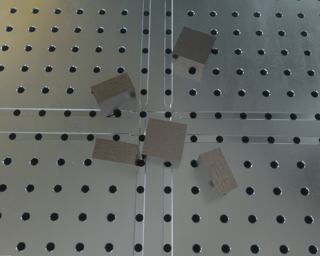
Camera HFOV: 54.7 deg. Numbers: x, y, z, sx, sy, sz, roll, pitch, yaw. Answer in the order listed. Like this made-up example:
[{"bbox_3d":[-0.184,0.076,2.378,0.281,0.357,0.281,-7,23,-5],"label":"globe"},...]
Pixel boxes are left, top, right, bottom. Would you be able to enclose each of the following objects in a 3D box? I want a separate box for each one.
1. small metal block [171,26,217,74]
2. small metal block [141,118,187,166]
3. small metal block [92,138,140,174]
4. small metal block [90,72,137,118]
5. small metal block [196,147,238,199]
[{"bbox_3d":[0.049,-0.114,0.454,0.050,0.025,0.050,21,71,7],"label":"small metal block"},{"bbox_3d":[0.006,0.018,0.405,0.050,0.025,0.050,10,70,3],"label":"small metal block"},{"bbox_3d":[-0.052,0.036,0.385,0.050,0.050,0.025,9,71,3],"label":"small metal block"},{"bbox_3d":[-0.060,-0.043,0.413,0.050,0.050,0.025,-24,72,-9],"label":"small metal block"},{"bbox_3d":[0.067,0.057,0.379,0.025,0.050,0.050,-20,72,-7],"label":"small metal block"}]
